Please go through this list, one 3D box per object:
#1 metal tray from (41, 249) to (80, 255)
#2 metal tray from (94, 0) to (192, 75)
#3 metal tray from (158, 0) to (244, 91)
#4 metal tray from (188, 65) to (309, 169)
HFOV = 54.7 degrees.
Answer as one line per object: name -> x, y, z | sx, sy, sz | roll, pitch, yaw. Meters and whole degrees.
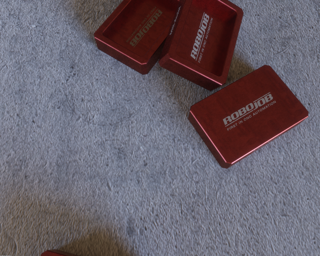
metal tray -> -0.076, 0.193, 0.333 | 0.131, 0.030, 0.090 | 13, 70, 4
metal tray -> -0.023, -0.153, 0.460 | 0.090, 0.030, 0.130 | 32, 73, 11
metal tray -> 0.060, -0.128, 0.432 | 0.091, 0.030, 0.130 | 23, 71, -18
metal tray -> 0.115, -0.017, 0.412 | 0.131, 0.030, 0.090 | -30, 73, -10
